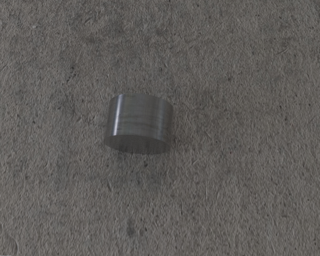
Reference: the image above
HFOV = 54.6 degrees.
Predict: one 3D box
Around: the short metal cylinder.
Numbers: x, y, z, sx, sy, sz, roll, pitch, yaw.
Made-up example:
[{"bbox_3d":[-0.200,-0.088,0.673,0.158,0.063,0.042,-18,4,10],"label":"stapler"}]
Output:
[{"bbox_3d":[-0.025,-0.002,0.380,0.080,0.080,0.050,5,70,2],"label":"short metal cylinder"}]
